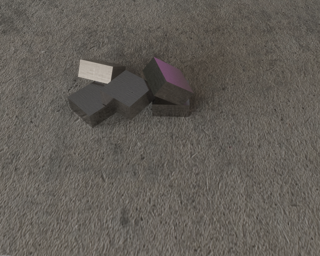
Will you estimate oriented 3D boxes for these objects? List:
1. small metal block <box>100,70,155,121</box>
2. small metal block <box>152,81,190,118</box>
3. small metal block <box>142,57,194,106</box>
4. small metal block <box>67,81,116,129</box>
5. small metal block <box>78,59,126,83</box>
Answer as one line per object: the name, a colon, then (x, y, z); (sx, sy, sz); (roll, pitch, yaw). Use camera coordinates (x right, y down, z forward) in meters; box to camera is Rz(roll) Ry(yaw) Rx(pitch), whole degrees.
small metal block: (-0.042, -0.044, 0.407); (0.050, 0.025, 0.050); (31, 56, 23)
small metal block: (0.015, -0.042, 0.440); (0.050, 0.025, 0.050); (2, 50, 1)
small metal block: (0.010, -0.061, 0.407); (0.050, 0.025, 0.050); (17, 37, -41)
small metal block: (-0.091, -0.034, 0.432); (0.050, 0.025, 0.050); (38, 59, 27)
small metal block: (-0.085, -0.084, 0.459); (0.050, 0.025, 0.050); (15, 15, 11)
